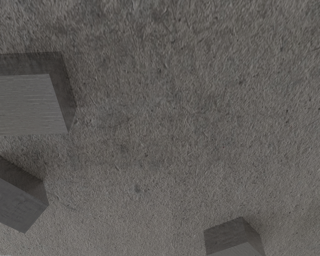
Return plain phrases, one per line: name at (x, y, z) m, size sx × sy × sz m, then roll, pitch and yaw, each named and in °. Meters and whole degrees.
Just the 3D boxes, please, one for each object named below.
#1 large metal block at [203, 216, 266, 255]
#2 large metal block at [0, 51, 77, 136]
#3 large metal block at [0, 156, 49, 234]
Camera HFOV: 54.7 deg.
large metal block at (0.139, 0.219, 0.578) m, size 0.080 × 0.050 × 0.080 m, roll -29°, pitch 125°, yaw 22°
large metal block at (-0.150, -0.039, 0.356) m, size 0.080 × 0.050 × 0.079 m, roll -2°, pitch 130°, yaw 2°
large metal block at (-0.211, 0.091, 0.437) m, size 0.080 × 0.080 × 0.050 m, roll 42°, pitch 85°, yaw -30°
